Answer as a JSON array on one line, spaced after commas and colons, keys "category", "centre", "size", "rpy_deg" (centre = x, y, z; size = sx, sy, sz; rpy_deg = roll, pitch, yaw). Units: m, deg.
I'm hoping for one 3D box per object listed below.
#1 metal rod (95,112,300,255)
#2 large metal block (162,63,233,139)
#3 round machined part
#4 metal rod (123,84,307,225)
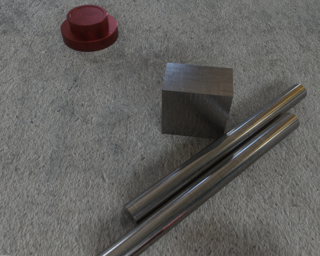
[{"category": "metal rod", "centre": [0.058, 0.062, 0.351], "size": [0.302, 0.025, 0.025], "rpy_deg": [-32, 57, -24]}, {"category": "large metal block", "centre": [0.045, -0.033, 0.396], "size": [0.080, 0.080, 0.050], "rpy_deg": [6, 50, 4]}, {"category": "round machined part", "centre": [-0.124, -0.180, 0.542], "size": [0.099, 0.042, 0.098], "rpy_deg": [0, 50, 0]}, {"category": "metal rod", "centre": [0.085, 0.019, 0.387], "size": [0.302, 0.025, 0.025], "rpy_deg": [-32, 57, -24]}]
